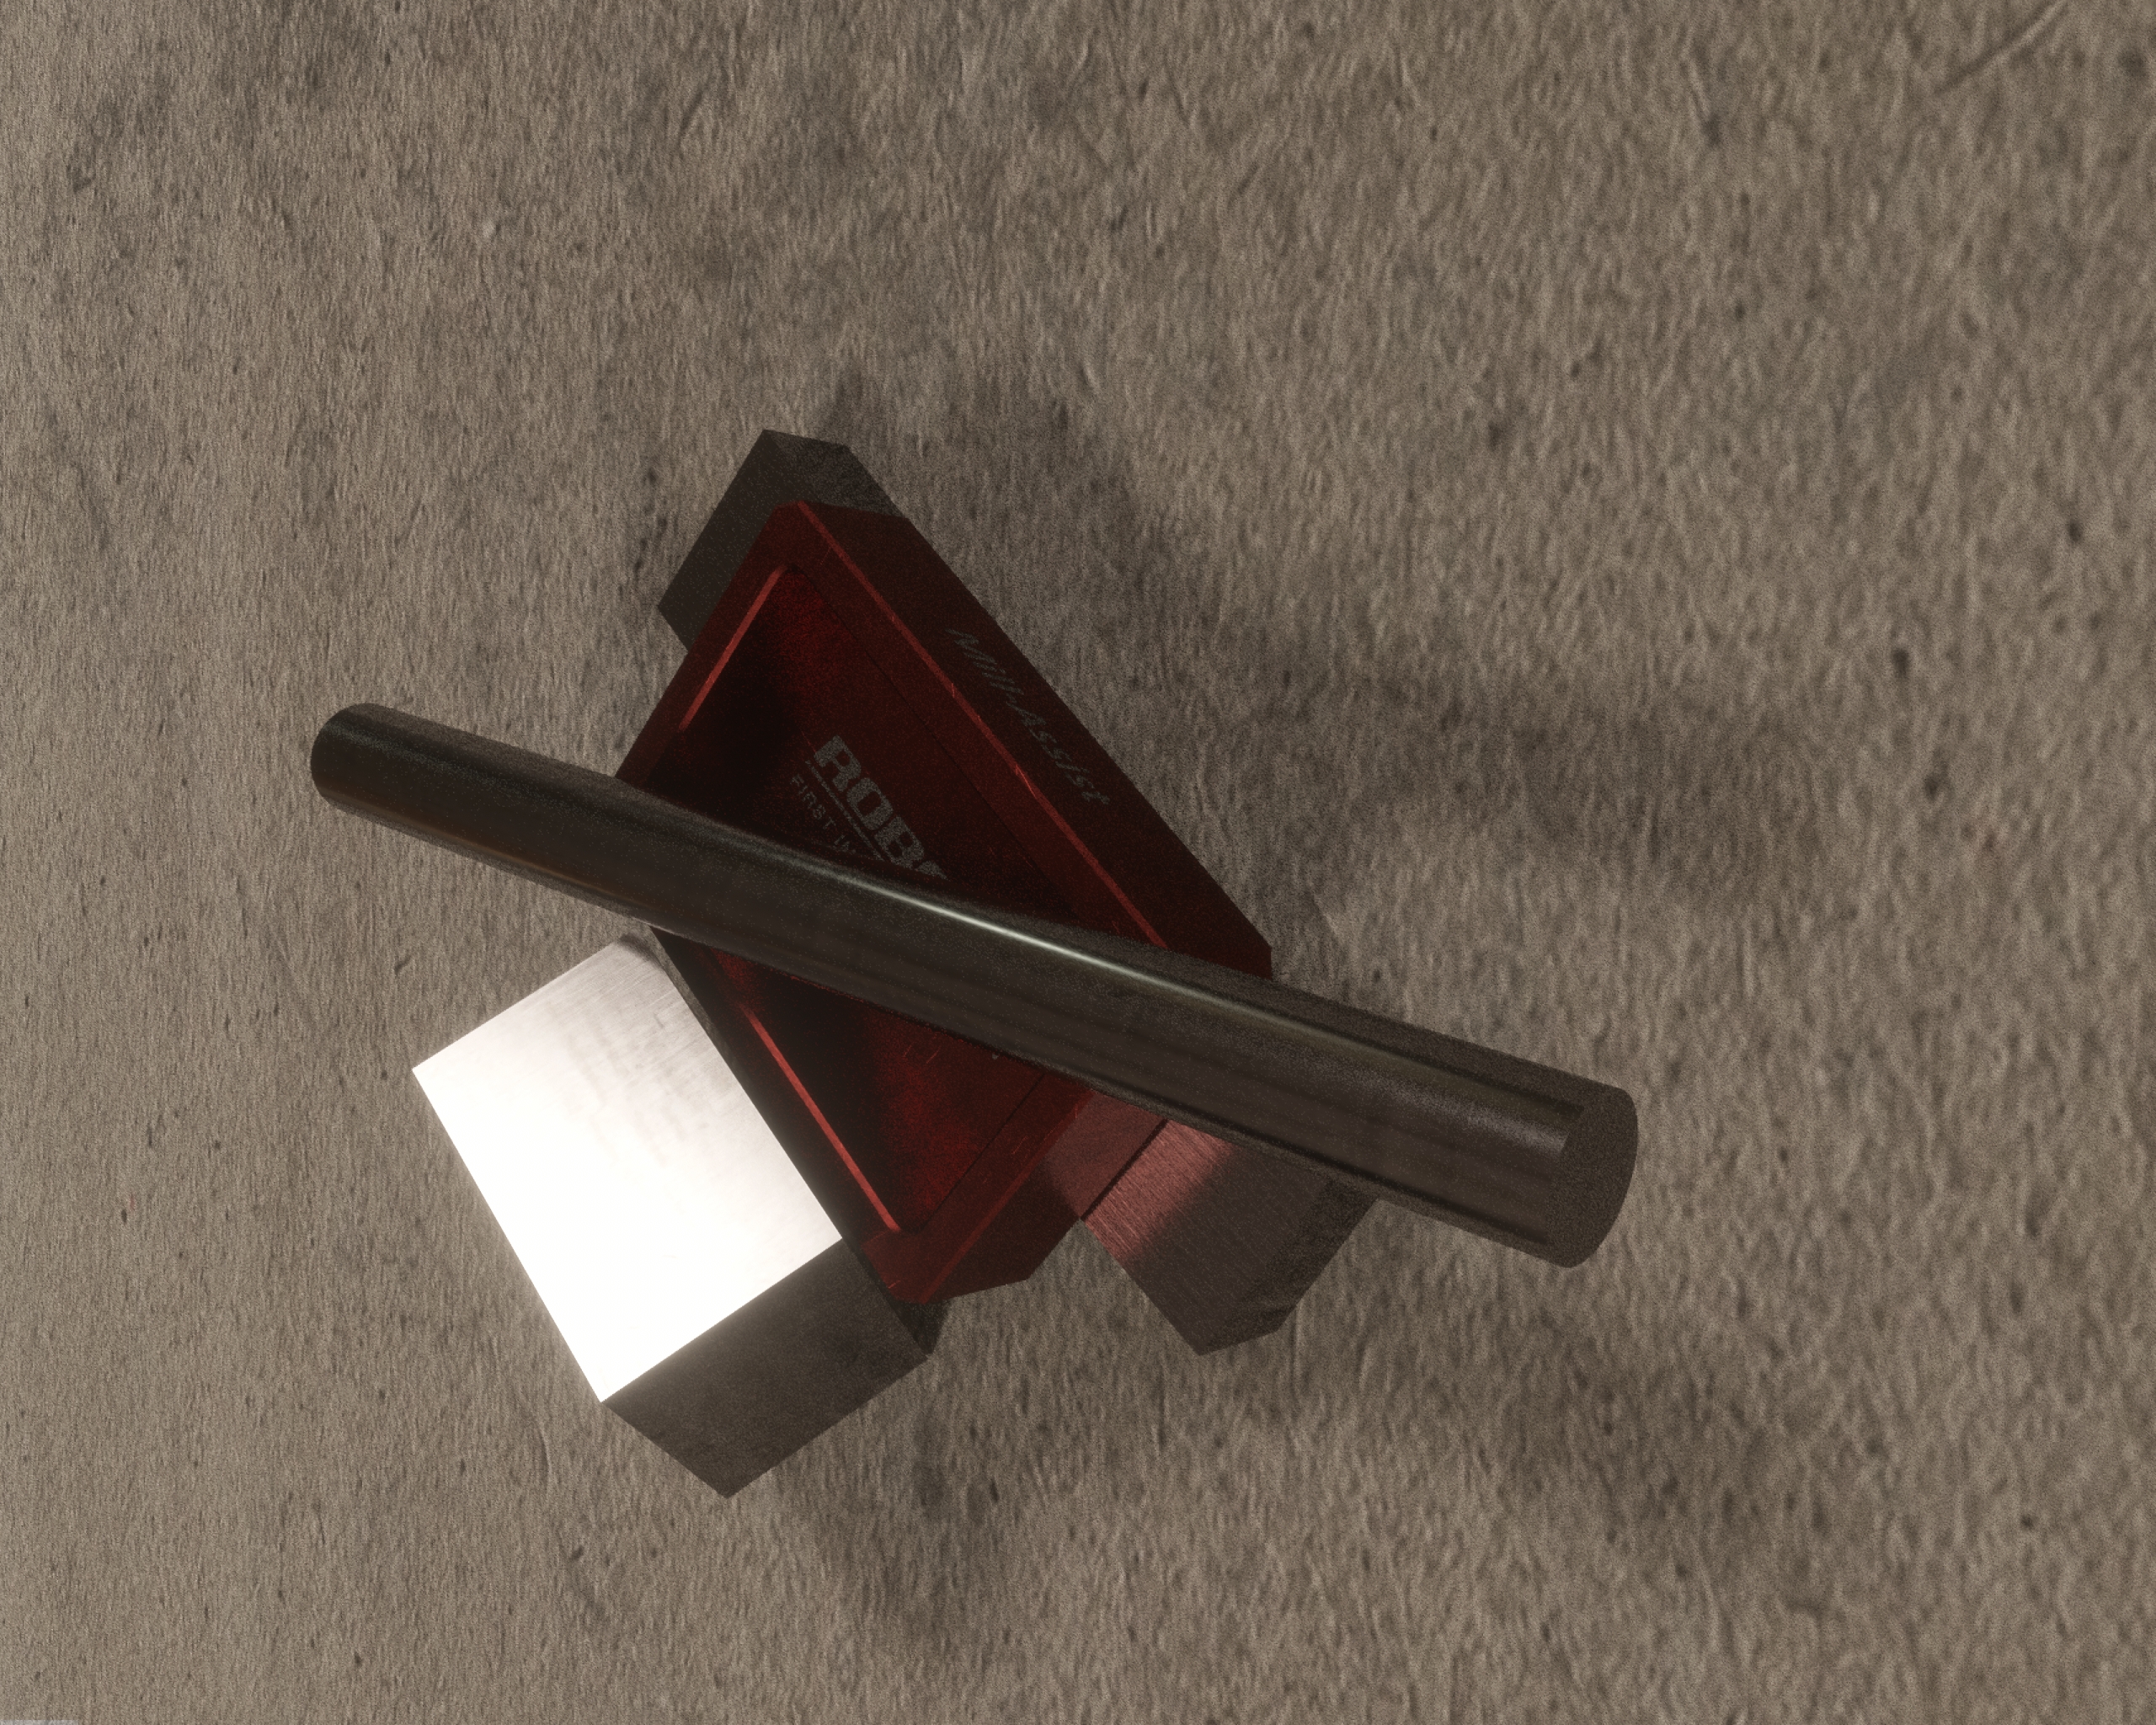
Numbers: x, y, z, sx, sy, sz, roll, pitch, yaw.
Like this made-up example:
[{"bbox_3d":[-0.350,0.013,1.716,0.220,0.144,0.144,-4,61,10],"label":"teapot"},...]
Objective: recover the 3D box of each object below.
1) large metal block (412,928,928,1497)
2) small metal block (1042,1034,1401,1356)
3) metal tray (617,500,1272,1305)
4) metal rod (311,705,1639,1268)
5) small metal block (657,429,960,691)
[{"bbox_3d":[-0.080,0.073,0.423,0.050,0.080,0.080,-34,62,-10],"label":"large metal block"},{"bbox_3d":[0.026,0.053,0.383,0.050,0.025,0.050,46,117,30],"label":"small metal block"},{"bbox_3d":[-0.033,0.005,0.395,0.130,0.030,0.090,51,120,27],"label":"metal tray"},{"bbox_3d":[-0.045,0.009,0.370,0.300,0.025,0.025,16,100,38],"label":"metal rod"},{"bbox_3d":[-0.058,-0.057,0.452,0.050,0.025,0.050,52,120,27],"label":"small metal block"}]
